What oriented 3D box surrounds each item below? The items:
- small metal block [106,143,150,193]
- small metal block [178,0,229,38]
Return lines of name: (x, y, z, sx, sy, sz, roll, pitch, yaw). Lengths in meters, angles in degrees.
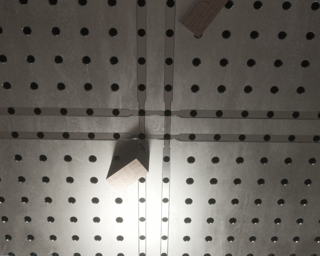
small metal block: (-0.042, 0.053, 0.419, 0.050, 0.050, 0.025, -35, 107, 12)
small metal block: (0.048, -0.133, 0.352, 0.025, 0.050, 0.050, 36, 106, -13)
